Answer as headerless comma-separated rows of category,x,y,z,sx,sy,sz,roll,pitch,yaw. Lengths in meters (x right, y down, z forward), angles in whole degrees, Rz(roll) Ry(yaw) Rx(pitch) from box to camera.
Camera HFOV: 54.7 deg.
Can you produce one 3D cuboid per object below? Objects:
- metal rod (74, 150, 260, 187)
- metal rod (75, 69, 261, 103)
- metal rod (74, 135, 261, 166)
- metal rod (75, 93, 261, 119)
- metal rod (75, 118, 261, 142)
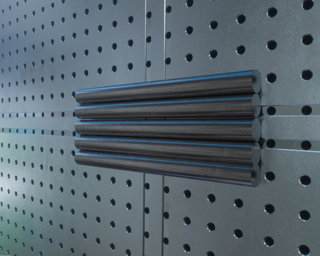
metal rod,-0.016,0.049,0.420,0.300,0.025,0.025,0,90,39
metal rod,-0.015,-0.051,0.419,0.300,0.025,0.025,1,91,39
metal rod,-0.015,0.025,0.420,0.300,0.025,0.025,1,91,39
metal rod,-0.015,-0.025,0.420,0.300,0.025,0.025,1,91,39
metal rod,-0.015,0.000,0.419,0.300,0.025,0.025,1,91,39
